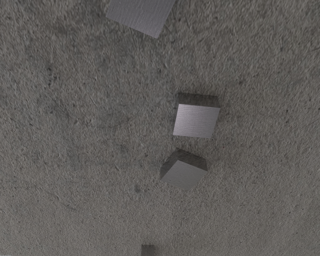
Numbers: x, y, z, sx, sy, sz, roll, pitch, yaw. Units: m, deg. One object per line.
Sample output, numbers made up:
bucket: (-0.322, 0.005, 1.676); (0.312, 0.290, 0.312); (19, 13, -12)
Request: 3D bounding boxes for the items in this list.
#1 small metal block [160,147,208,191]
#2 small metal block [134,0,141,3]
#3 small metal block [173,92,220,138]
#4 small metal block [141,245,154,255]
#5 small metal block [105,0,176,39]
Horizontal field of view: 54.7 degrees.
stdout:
small metal block: (0.035, 0.062, 0.460); (0.050, 0.025, 0.050); (23, 127, -19)
small metal block: (-0.016, -0.151, 0.278); (0.050, 0.025, 0.050); (-28, 125, 21)
small metal block: (0.044, -0.016, 0.394); (0.050, 0.025, 0.050); (5, 130, -5)
small metal block: (-0.025, 0.271, 0.621); (0.025, 0.050, 0.050); (1, 130, -1)
small metal block: (-0.015, -0.116, 0.276); (0.050, 0.025, 0.050); (19, 128, -16)
